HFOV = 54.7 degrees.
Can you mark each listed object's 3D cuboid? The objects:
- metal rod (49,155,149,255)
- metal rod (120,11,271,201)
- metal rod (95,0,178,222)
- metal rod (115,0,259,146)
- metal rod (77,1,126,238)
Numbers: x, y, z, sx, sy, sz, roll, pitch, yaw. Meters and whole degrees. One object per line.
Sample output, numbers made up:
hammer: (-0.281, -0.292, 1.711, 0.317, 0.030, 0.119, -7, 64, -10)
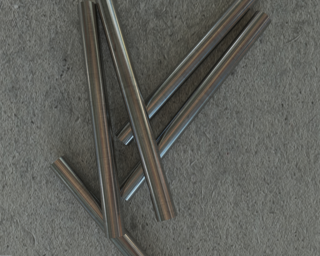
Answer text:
metal rod: (-0.040, 0.159, 0.409, 0.025, 0.025, 0.300, -40, 90, 0)
metal rod: (0.044, -0.029, 0.410, 0.025, 0.025, 0.300, 38, 90, 0)
metal rod: (-0.033, -0.035, 0.387, 0.025, 0.025, 0.299, -16, 81, 0)
metal rod: (0.049, -0.096, 0.410, 0.025, 0.025, 0.300, 42, 90, 0)
metal rod: (-0.076, -0.014, 0.396, 0.025, 0.025, 0.298, -8, 85, 0)
